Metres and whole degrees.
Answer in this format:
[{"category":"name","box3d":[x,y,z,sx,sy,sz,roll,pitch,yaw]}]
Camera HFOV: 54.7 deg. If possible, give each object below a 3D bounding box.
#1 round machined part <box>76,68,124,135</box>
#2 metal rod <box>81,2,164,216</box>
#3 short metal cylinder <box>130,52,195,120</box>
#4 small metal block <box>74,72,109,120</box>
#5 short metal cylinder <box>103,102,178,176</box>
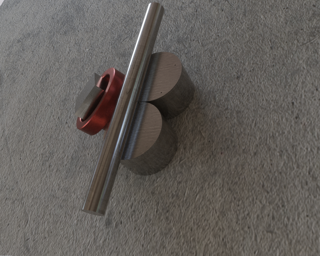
[{"category":"round machined part","box3d":[-0.074,-0.032,0.437,0.098,0.042,0.098,-42,31,33]},{"category":"metal rod","box3d":[-0.038,-0.043,0.388,0.025,0.025,0.300,-1,61,28]},{"category":"short metal cylinder","box3d":[0.001,-0.057,0.424,0.080,0.050,0.080,-13,56,21]},{"category":"small metal block","box3d":[-0.093,-0.042,0.428,0.050,0.025,0.050,-51,27,16]},{"category":"short metal cylinder","box3d":[-0.024,0.014,0.393,0.080,0.050,0.080,-13,55,20]}]
